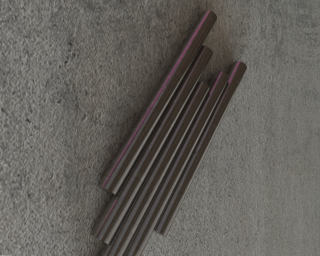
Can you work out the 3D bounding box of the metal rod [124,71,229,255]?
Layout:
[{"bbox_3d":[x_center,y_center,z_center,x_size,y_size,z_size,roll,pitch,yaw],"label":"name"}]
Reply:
[{"bbox_3d":[0.029,0.039,0.433,0.025,0.025,0.300,44,64,-32],"label":"metal rod"}]

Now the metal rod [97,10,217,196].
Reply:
[{"bbox_3d":[0.007,-0.049,0.414,0.025,0.025,0.300,44,64,-32],"label":"metal rod"}]

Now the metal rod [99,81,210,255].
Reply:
[{"bbox_3d":[-0.006,0.059,0.403,0.025,0.025,0.300,44,63,-32],"label":"metal rod"}]

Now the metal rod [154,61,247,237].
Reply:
[{"bbox_3d":[0.065,0.017,0.463,0.025,0.025,0.300,44,64,-32],"label":"metal rod"}]

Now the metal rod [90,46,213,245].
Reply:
[{"bbox_3d":[0.000,0.006,0.408,0.025,0.025,0.300,44,63,-32],"label":"metal rod"}]
